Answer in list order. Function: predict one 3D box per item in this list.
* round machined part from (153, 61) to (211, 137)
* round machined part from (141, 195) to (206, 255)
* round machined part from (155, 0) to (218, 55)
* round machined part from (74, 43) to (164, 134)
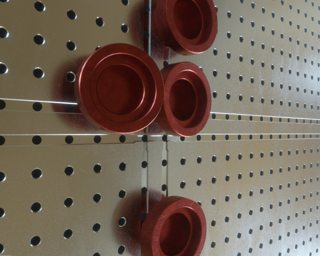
[{"bbox_3d":[0.023,-0.038,0.416,0.099,0.042,0.097,-2,93,-45],"label":"round machined part"},{"bbox_3d":[0.014,0.139,0.412,0.099,0.042,0.097,0,90,-40],"label":"round machined part"},{"bbox_3d":[0.032,-0.148,0.426,0.099,0.042,0.097,0,90,-40],"label":"round machined part"},{"bbox_3d":[-0.048,-0.043,0.352,0.099,0.042,0.097,0,91,-29],"label":"round machined part"}]
